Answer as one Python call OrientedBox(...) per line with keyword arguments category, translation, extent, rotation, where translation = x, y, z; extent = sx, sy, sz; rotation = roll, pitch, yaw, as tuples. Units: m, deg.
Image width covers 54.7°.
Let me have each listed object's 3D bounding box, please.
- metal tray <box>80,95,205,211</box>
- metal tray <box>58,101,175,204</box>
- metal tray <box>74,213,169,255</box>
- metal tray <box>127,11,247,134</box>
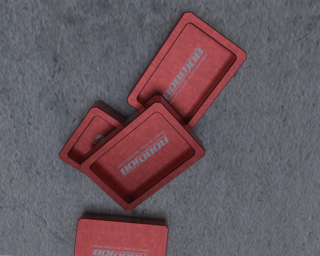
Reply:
OrientedBox(category="metal tray", translation=(-0.022, 0.034, 0.386), extent=(0.130, 0.030, 0.090), rotation=(-39, 106, 13))
OrientedBox(category="metal tray", translation=(-0.056, 0.035, 0.419), extent=(0.130, 0.030, 0.090), rotation=(35, 106, -12))
OrientedBox(category="metal tray", translation=(-0.057, 0.178, 0.456), extent=(0.131, 0.030, 0.089), rotation=(6, 90, -3))
OrientedBox(category="metal tray", translation=(0.031, -0.064, 0.383), extent=(0.090, 0.030, 0.129), rotation=(32, 107, -12))
